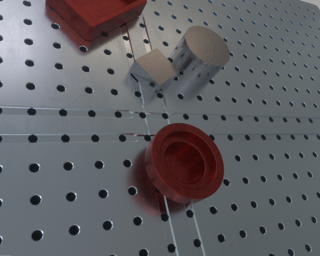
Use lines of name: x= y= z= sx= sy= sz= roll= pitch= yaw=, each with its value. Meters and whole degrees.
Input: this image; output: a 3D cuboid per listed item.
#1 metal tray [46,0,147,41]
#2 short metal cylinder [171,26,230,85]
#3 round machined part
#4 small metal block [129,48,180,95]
metal tray: x=-0.093 y=-0.195 z=0.473 sx=0.090 sy=0.030 sz=0.131 roll=44 pitch=51 yaw=2
short metal cylinder: x=0.064 y=-0.116 z=0.498 sx=0.081 sy=0.050 sz=0.080 roll=14 pitch=56 yaw=-21
round machined part: x=0.026 y=0.046 z=0.384 sx=0.099 sy=0.042 sz=0.098 roll=14 pitch=56 yaw=-21
small metal block: x=-0.008 y=-0.084 z=0.455 sx=0.050 sy=0.025 sz=0.050 roll=47 pitch=51 yaw=4
